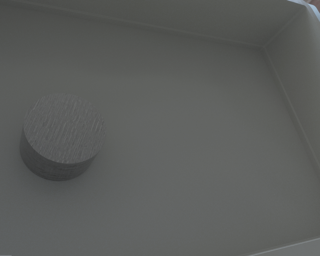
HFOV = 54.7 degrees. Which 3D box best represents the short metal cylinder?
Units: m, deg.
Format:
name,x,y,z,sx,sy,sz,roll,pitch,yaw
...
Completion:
name,x,y,z,sx,sy,sz,roll,pitch,yaw
short metal cylinder,-0.103,0.010,0.329,0.081,0.050,0.080,14,56,-21
